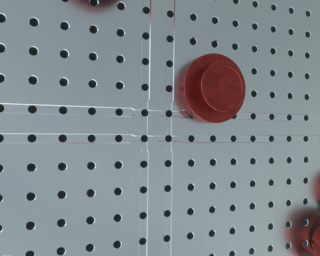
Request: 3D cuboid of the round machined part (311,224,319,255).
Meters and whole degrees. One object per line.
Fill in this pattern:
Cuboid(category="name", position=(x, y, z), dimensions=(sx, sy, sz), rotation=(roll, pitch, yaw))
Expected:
Cuboid(category="round machined part", position=(0.290, 0.190, 0.506), dimensions=(0.099, 0.042, 0.097), rotation=(-2, 98, -16))

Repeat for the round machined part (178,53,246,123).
Cuboid(category="round machined part", position=(0.079, -0.056, 0.432), dimensions=(0.099, 0.042, 0.097), rotation=(0, 90, -20))
